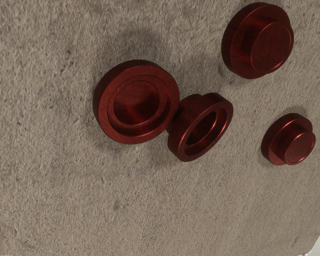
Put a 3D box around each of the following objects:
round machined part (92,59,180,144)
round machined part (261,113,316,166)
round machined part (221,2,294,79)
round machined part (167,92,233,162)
[{"bbox_3d":[-0.030,-0.033,0.360,0.099,0.042,0.097,-14,124,-21],"label":"round machined part"},{"bbox_3d":[0.230,0.026,0.541,0.099,0.042,0.097,-14,125,-21],"label":"round machined part"},{"bbox_3d":[0.133,-0.109,0.403,0.099,0.042,0.097,-14,125,-21],"label":"round machined part"},{"bbox_3d":[0.047,-0.006,0.406,0.099,0.042,0.097,-32,146,-24],"label":"round machined part"}]
